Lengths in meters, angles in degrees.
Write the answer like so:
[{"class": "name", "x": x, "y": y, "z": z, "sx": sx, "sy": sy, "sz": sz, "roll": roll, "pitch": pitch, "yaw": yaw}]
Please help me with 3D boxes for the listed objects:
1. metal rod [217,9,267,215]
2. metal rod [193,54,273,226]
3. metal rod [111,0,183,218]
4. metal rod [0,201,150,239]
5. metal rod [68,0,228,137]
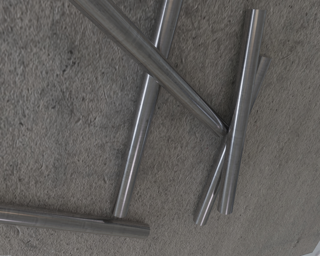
[{"class": "metal rod", "x": 0.111, "y": -0.008, "z": 0.437, "sx": 0.025, "sy": 0.025, "sz": 0.298, "roll": -7, "pitch": 114, "yaw": -25}, {"class": "metal rod", "x": 0.105, "y": 0.032, "z": 0.483, "sx": 0.025, "sy": 0.025, "sz": 0.298, "roll": 1, "pitch": 118, "yaw": -29}, {"class": "metal rod", "x": -0.022, "y": -0.010, "z": 0.388, "sx": 0.025, "sy": 0.025, "sz": 0.298, "roll": 1, "pitch": 118, "yaw": -29}, {"class": "metal rod", "x": -0.137, "y": 0.120, "z": 0.405, "sx": 0.302, "sy": 0.025, "sz": 0.025, "roll": 22, "pitch": 107, "yaw": -36}, {"class": "metal rod", "x": 0.010, "y": -0.056, "z": 0.345, "sx": 0.025, "sy": 0.025, "sz": 0.301, "roll": -48, "pitch": 139, "yaw": 5}]
